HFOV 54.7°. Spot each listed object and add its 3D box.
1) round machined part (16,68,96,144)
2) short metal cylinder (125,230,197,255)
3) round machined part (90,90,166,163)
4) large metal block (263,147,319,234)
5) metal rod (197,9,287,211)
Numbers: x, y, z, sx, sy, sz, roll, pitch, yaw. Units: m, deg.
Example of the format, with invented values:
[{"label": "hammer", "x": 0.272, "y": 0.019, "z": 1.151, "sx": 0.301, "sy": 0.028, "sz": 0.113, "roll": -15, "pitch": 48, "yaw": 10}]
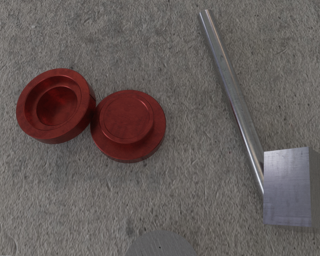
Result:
[{"label": "round machined part", "x": -0.129, "y": -0.025, "z": 0.401, "sx": 0.098, "sy": 0.042, "sz": 0.098, "roll": -4, "pitch": 67, "yaw": 10}, {"label": "short metal cylinder", "x": 0.001, "y": 0.154, "z": 0.339, "sx": 0.081, "sy": 0.050, "sz": 0.080, "roll": 0, "pitch": 70, "yaw": 0}, {"label": "round machined part", "x": -0.041, "y": -0.007, "z": 0.401, "sx": 0.099, "sy": 0.042, "sz": 0.098, "roll": 0, "pitch": 70, "yaw": 0}, {"label": "large metal block", "x": 0.160, "y": 0.073, "z": 0.348, "sx": 0.080, "sy": 0.050, "sz": 0.080, "roll": 24, "pitch": 65, "yaw": -37}, {"label": "metal rod", "x": 0.104, "y": -0.035, "z": 0.421, "sx": 0.025, "sy": 0.025, "sz": 0.299, "roll": -13, "pitch": 71, "yaw": -5}]
